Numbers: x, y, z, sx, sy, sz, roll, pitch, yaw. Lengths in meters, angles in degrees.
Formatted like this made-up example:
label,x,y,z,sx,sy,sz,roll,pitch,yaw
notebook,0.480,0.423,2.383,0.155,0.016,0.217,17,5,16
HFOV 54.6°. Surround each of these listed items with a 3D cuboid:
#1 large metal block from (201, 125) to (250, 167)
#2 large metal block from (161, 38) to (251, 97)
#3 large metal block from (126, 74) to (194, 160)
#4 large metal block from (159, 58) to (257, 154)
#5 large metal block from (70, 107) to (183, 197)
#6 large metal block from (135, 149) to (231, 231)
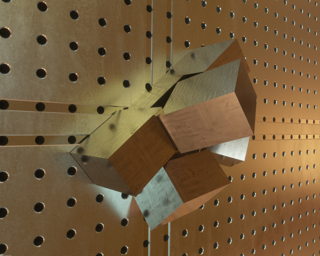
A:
label,x,y,z,sx,sy,sz,roll,pitch,yaw
large metal block,0.093,0.007,0.441,0.050,0.080,0.080,15,77,3
large metal block,0.062,-0.073,0.424,0.080,0.080,0.050,-47,119,-30
large metal block,0.010,-0.011,0.402,0.080,0.050,0.080,-47,118,-30
large metal block,0.056,-0.025,0.337,0.050,0.080,0.080,60,31,-23
large metal block,-0.037,0.022,0.340,0.080,0.080,0.050,-46,118,-30
large metal block,0.026,0.076,0.385,0.081,0.080,0.050,-11,61,-39
